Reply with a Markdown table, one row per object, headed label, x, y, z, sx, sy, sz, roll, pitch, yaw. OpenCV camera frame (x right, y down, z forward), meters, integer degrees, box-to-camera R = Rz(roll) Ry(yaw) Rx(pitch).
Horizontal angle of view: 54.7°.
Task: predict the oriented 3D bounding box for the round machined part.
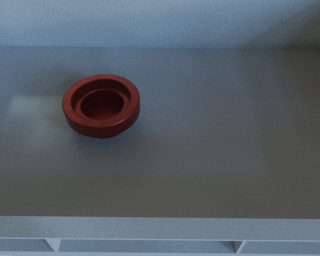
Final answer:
| label | x | y | z | sx | sy | sz | roll | pitch | yaw |
| --- | --- | --- | --- | --- | --- | --- | --- | --- | --- |
| round machined part | -0.076 | -0.025 | 0.414 | 0.099 | 0.042 | 0.098 | 0 | 50 | 0 |
